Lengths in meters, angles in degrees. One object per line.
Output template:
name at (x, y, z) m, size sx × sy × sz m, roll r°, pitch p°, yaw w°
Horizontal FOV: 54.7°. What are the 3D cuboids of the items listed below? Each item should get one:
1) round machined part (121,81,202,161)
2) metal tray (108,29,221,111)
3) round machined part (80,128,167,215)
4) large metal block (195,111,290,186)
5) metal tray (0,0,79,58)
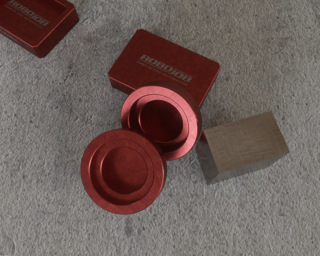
round machined part at (0.005, -0.012, 0.385) m, size 0.098 × 0.097 × 0.042 m, roll 27°, pitch 30°, yaw 9°
metal tray at (0.006, -0.074, 0.433) m, size 0.130 × 0.030 × 0.090 m, roll 27°, pitch 72°, yaw 9°
round machined part at (-0.040, 0.048, 0.368) m, size 0.098 × 0.042 × 0.097 m, roll 1°, pitch 94°, yaw 12°
large metal block at (0.093, 0.027, 0.370) m, size 0.081 × 0.080 × 0.050 m, roll -15°, pitch 71°, yaw -6°
metal tray at (-0.202, -0.173, 0.466) m, size 0.130 × 0.030 × 0.090 m, roll 32°, pitch 73°, yaw 11°
